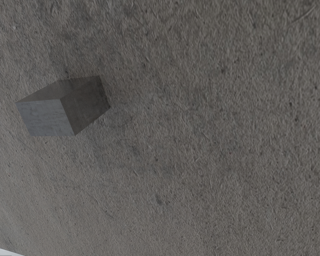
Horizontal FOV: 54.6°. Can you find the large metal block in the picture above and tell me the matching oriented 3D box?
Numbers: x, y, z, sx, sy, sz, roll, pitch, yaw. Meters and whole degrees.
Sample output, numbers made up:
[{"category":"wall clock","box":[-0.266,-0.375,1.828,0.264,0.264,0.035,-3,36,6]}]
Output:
[{"category":"large metal block","box":[-0.129,-0.030,0.421,0.080,0.080,0.050,-1,118,29]}]
